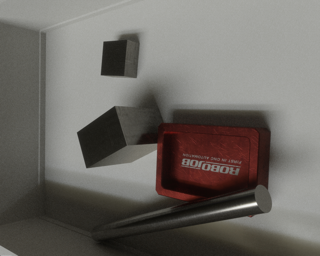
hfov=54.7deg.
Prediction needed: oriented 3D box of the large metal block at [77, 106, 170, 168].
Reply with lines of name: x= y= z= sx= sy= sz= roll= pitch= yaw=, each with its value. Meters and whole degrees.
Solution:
large metal block: x=-0.047 y=0.013 z=0.408 sx=0.080 sy=0.081 sz=0.050 roll=-29 pitch=72 yaw=36

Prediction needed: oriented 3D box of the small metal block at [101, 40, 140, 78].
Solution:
small metal block: x=-0.059 y=-0.100 z=0.453 sx=0.050 sy=0.025 sz=0.050 roll=9 pitch=96 yaw=39

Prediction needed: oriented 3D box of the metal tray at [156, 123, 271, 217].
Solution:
metal tray: x=0.055 y=0.041 z=0.356 sx=0.130 sy=0.030 sz=0.089 roll=4 pitch=93 yaw=39

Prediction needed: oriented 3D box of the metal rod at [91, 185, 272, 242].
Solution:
metal rod: x=-0.002 y=0.114 z=0.379 sx=0.299 sy=0.025 sz=0.025 roll=-28 pitch=72 yaw=44
